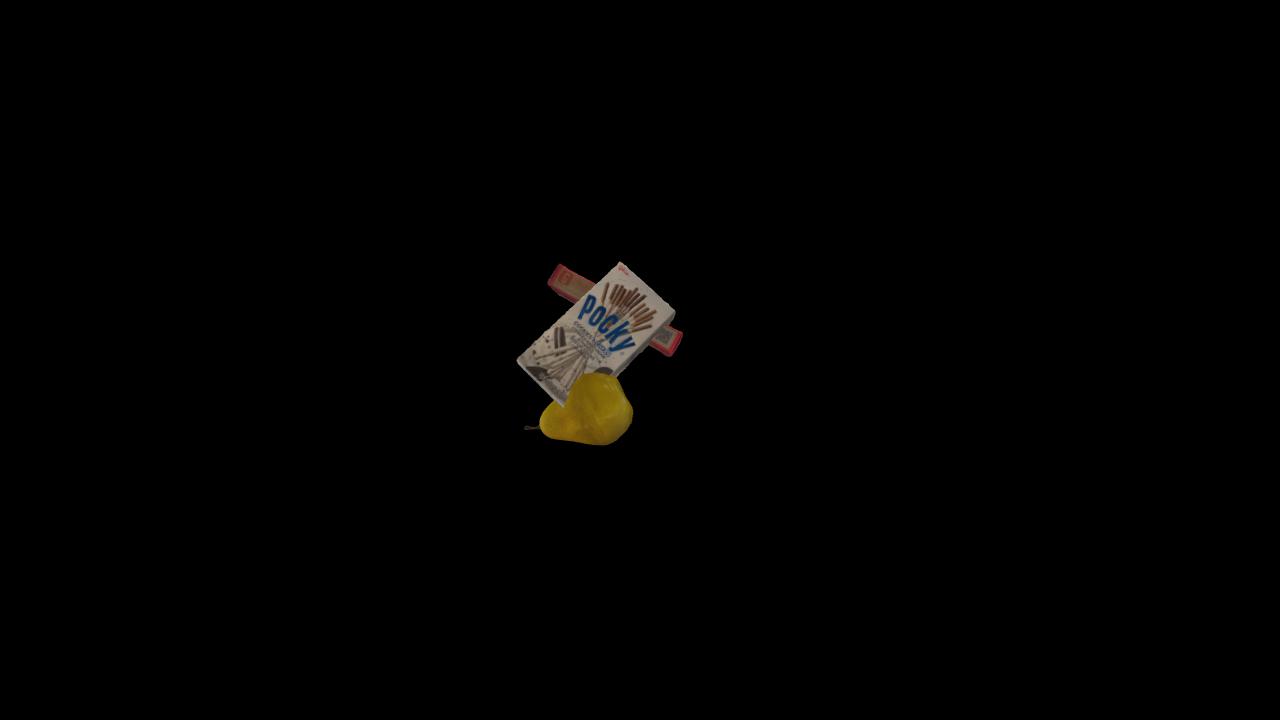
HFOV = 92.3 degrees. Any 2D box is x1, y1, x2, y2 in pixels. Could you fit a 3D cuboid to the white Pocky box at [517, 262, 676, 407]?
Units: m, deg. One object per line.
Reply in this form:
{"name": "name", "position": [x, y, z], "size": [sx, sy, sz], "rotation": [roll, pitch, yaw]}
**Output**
{"name": "white Pocky box", "position": [-0.044, -0.022, 0.640], "size": [0.084, 0.154, 0.028], "rotation": [43, -11, 9]}

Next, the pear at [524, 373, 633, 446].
{"name": "pear", "position": [-0.065, 0.059, 0.631], "size": [0.111, 0.080, 0.080], "rotation": [-28, 0, -1]}

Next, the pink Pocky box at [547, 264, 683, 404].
{"name": "pink Pocky box", "position": [-0.025, -0.053, 0.688], "size": [0.155, 0.029, 0.084], "rotation": [30, -1, 2]}
